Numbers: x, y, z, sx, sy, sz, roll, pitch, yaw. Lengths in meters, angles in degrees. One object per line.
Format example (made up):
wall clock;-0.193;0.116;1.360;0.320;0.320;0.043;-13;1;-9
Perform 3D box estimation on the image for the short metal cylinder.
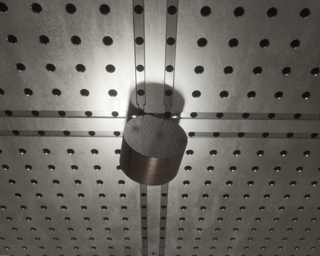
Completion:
short metal cylinder;-0.010;0.027;0.399;0.081;0.080;0.050;8;130;-7
